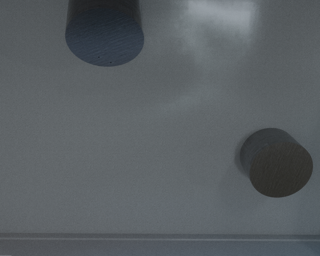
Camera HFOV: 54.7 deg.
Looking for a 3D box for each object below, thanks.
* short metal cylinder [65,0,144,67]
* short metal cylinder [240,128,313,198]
[{"bbox_3d":[-0.059,-0.112,0.335,0.081,0.050,0.080,-4,149,-2],"label":"short metal cylinder"},{"bbox_3d":[0.154,0.046,0.417,0.081,0.050,0.079,0,110,-1],"label":"short metal cylinder"}]
